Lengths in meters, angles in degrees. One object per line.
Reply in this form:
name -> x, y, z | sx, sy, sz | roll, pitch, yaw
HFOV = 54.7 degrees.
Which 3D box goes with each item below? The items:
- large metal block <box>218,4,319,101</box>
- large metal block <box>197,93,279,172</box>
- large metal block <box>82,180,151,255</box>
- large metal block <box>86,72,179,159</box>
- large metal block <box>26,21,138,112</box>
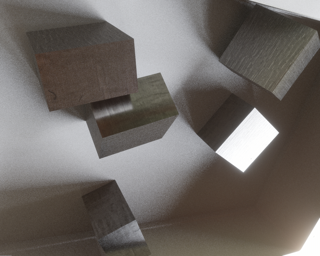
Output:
large metal block -> 0.135, -0.092, 0.383 | 0.080, 0.080, 0.050 | -57, 150, 13
large metal block -> 0.117, 0.008, 0.464 | 0.080, 0.050, 0.080 | 34, 99, -39
large metal block -> -0.060, 0.133, 0.424 | 0.050, 0.080, 0.080 | -26, 128, -13
large metal block -> -0.035, -0.011, 0.342 | 0.081, 0.050, 0.080 | -18, 165, -19
large metal block -> -0.075, -0.063, 0.293 | 0.081, 0.080, 0.050 | -15, 123, -20
